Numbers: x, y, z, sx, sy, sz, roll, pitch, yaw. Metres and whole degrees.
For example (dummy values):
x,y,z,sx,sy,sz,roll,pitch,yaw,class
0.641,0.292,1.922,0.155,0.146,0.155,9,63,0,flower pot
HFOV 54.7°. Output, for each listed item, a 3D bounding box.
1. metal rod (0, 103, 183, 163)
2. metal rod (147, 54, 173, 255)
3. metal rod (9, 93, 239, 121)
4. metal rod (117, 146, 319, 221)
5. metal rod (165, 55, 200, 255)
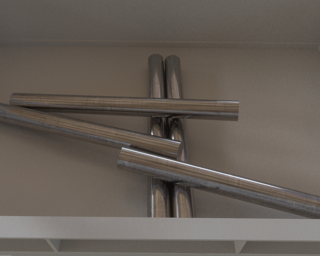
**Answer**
x,y,z,sx,sy,sz,roll,pitch,yaw,class
-0.119,-0.002,0.387,0.301,0.025,0.025,12,51,16,metal rod
-0.003,0.007,0.395,0.025,0.025,0.300,-1,50,-1,metal rod
-0.053,-0.028,0.401,0.301,0.025,0.025,3,50,11,metal rod
0.104,0.068,0.325,0.302,0.025,0.025,14,51,4,metal rod
0.023,0.009,0.394,0.025,0.025,0.300,-1,50,-1,metal rod
